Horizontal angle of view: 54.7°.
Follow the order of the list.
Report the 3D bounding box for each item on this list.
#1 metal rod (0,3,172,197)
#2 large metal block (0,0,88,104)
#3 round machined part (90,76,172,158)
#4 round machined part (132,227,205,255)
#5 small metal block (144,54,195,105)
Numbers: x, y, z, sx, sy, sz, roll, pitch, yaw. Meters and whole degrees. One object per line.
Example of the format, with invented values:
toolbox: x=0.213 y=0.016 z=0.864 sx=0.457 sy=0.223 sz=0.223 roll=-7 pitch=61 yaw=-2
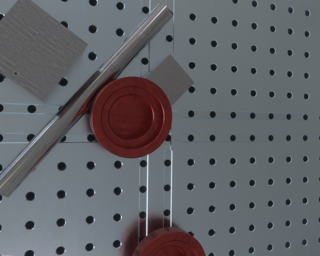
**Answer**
metal rod: x=-0.086 y=-0.043 z=0.380 sx=0.025 sy=0.025 sz=0.300 roll=43 pitch=76 yaw=-15
large metal block: x=-0.141 y=-0.083 z=0.347 sx=0.080 sy=0.050 sz=0.080 roll=37 pitch=78 yaw=-17
round machined part: x=-0.038 y=-0.014 z=0.386 sx=0.099 sy=0.042 sz=0.097 roll=-2 pitch=97 yaw=-20
round machined part: x=0.008 y=0.179 z=0.407 sx=0.099 sy=0.042 sz=0.097 roll=0 pitch=90 yaw=-20
small metal block: x=0.009 y=-0.061 z=0.416 sx=0.050 sy=0.025 sz=0.050 roll=-47 pitch=105 yaw=-14
